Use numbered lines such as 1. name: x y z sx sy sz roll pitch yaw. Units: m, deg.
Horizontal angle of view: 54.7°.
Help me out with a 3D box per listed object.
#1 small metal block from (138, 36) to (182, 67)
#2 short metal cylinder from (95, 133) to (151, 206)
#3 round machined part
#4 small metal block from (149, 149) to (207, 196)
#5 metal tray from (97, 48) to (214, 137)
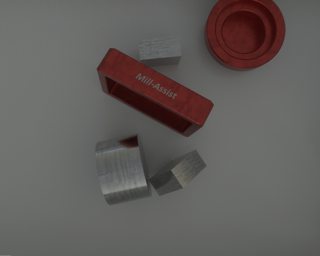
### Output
1. small metal block: 0.000 -0.097 0.399 0.050 0.050 0.025 -6 90 -1
2. short metal cylinder: -0.043 0.051 0.383 0.050 0.080 0.080 -13 90 0
3. round machined part: 0.107 -0.123 0.404 0.099 0.042 0.097 0 90 -1
4. small metal block: 0.022 0.057 0.389 0.050 0.050 0.025 -34 91 -40
5. metal tray: -0.008 -0.038 0.376 0.130 0.090 0.030 29 79 -1
